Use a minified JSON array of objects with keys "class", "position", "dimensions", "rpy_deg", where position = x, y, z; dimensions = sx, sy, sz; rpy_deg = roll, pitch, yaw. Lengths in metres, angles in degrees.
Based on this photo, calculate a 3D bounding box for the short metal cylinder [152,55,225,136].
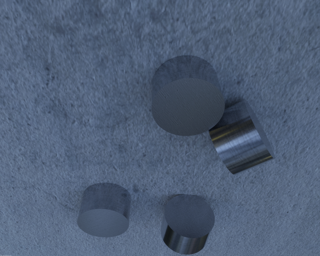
[{"class":"short metal cylinder","position":[0.031,-0.037,0.360],"dimensions":[0.081,0.050,0.079],"rpy_deg":[0,130,0]}]

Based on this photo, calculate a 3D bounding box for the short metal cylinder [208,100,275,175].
[{"class":"short metal cylinder","position":[0.100,0.011,0.383],"dimensions":[0.050,0.080,0.080],"rpy_deg":[-27,125,21]}]

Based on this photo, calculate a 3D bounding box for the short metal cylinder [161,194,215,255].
[{"class":"short metal cylinder","position":[0.044,0.156,0.505],"dimensions":[0.081,0.080,0.050],"rpy_deg":[5,130,-5]}]

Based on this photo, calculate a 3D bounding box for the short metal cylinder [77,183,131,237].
[{"class":"short metal cylinder","position":[-0.089,0.134,0.504],"dimensions":[0.081,0.050,0.079],"rpy_deg":[0,130,0]}]
